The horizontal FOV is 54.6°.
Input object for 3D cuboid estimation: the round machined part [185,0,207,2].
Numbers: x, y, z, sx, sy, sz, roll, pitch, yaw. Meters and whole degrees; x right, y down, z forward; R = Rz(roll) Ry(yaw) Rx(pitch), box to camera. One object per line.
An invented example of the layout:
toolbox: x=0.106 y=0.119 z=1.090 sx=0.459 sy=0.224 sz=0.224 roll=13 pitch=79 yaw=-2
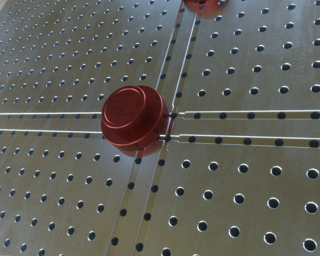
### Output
round machined part: x=0.072 y=-0.263 z=0.522 sx=0.098 sy=0.042 sz=0.098 roll=-13 pitch=56 yaw=21

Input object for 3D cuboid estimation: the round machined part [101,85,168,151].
round machined part: x=-0.042 y=-0.020 z=0.433 sx=0.098 sy=0.042 sz=0.098 roll=-13 pitch=56 yaw=21
